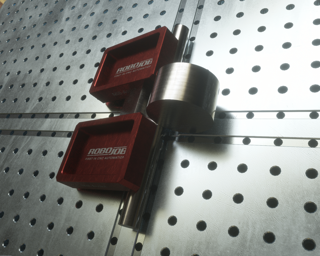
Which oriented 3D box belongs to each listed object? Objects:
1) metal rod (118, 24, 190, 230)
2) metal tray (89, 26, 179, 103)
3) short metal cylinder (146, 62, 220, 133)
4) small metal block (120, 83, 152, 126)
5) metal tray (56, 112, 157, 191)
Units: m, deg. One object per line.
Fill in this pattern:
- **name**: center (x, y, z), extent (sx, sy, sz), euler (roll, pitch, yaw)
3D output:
- **metal rod**: center (-0.001, -0.019, 0.415), extent (0.025, 0.025, 0.300), euler (0, 62, 28)
- **metal tray**: center (-0.041, -0.091, 0.460), extent (0.130, 0.030, 0.090), euler (-7, 58, 39)
- **short metal cylinder**: center (0.028, -0.034, 0.375), extent (0.080, 0.080, 0.050), euler (0, 62, 28)
- **small metal block**: center (-0.031, -0.026, 0.422), extent (0.050, 0.025, 0.050), euler (-23, 45, 54)
- **metal tray**: center (-0.072, 0.032, 0.401), extent (0.130, 0.030, 0.090), euler (-7, 58, 39)
